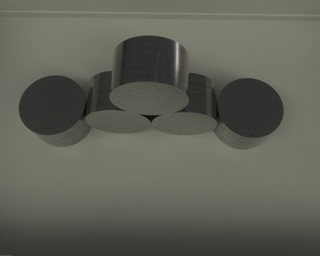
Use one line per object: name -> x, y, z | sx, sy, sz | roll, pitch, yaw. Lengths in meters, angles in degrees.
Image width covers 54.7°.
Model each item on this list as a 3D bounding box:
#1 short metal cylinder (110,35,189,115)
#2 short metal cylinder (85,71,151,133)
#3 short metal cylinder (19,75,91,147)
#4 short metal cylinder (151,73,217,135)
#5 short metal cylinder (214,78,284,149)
short metal cylinder -> -0.010, -0.051, 0.324 | 0.080, 0.080, 0.050 | 2, 70, 0
short metal cylinder -> -0.050, -0.030, 0.389 | 0.080, 0.080, 0.050 | 2, 70, 0
short metal cylinder -> -0.131, -0.021, 0.401 | 0.081, 0.050, 0.080 | 0, 70, 0
short metal cylinder -> 0.030, -0.027, 0.388 | 0.080, 0.080, 0.050 | 2, 70, 0
short metal cylinder -> 0.111, -0.017, 0.402 | 0.081, 0.050, 0.080 | 0, 70, 0
